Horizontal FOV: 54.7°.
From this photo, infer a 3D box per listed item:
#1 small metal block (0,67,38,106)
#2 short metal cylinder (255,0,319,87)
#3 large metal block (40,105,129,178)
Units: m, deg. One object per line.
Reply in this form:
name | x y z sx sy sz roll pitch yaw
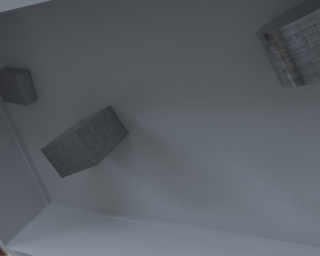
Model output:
small metal block | -0.225 -0.066 0.484 0.050 0.025 0.050 10 123 22
short metal cylinder | 0.129 -0.076 0.258 0.080 0.080 0.050 -21 107 35
large metal block | -0.104 0.019 0.438 0.080 0.080 0.050 -22 107 36
